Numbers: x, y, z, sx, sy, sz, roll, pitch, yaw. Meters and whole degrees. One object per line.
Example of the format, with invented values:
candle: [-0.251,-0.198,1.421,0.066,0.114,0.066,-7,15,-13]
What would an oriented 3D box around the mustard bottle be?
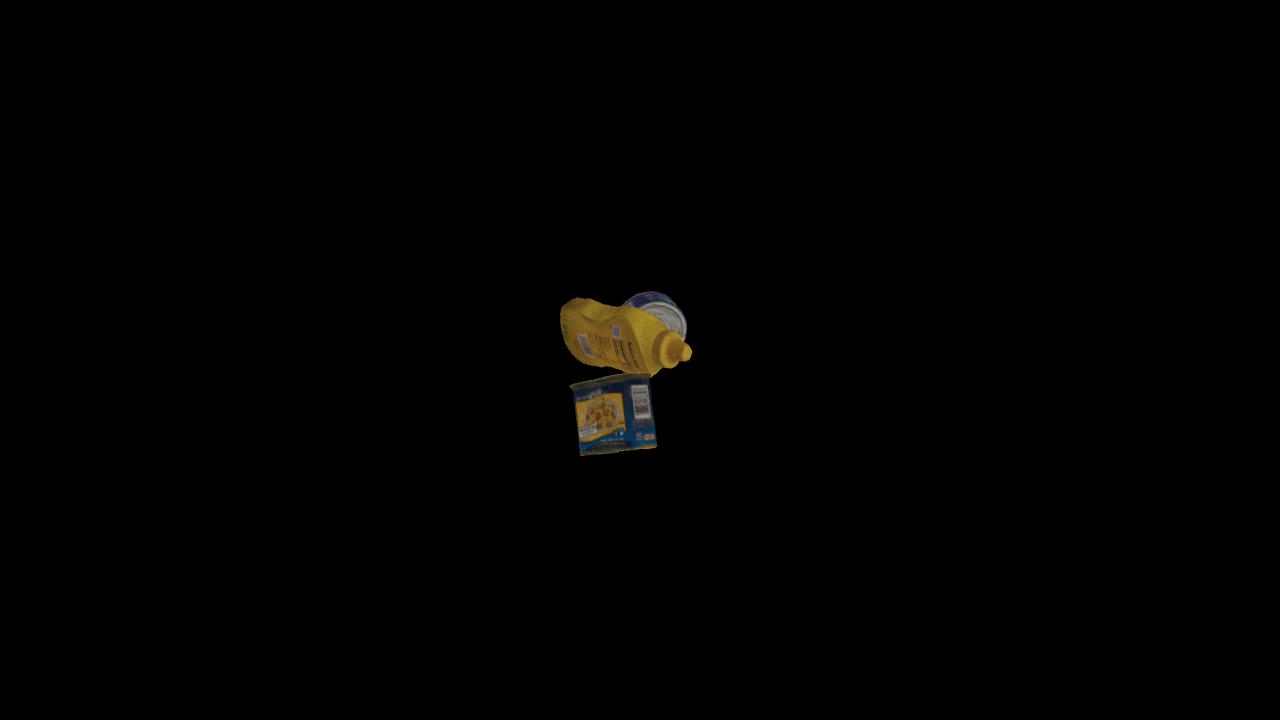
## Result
mustard bottle: [-0.014,-0.022,0.725,0.184,0.092,0.054,13,37,43]

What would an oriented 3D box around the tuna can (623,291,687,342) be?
tuna can: [0.013,-0.038,0.739,0.084,0.084,0.034,0,24,-16]

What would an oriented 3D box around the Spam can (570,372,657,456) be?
Spam can: [-0.030,0.064,0.708,0.058,0.085,0.101,0,-10,-45]
